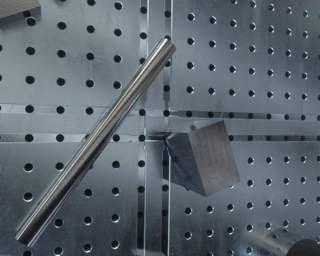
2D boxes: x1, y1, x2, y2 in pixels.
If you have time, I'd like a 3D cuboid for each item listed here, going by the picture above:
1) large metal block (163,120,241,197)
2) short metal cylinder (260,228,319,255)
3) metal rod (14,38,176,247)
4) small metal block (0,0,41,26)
[{"bbox_3d":[0.052,0.035,0.404,0.050,0.080,0.080,-19,97,-19],"label":"large metal block"},{"bbox_3d":[0.203,0.202,0.477,0.081,0.050,0.079,0,90,-21],"label":"short metal cylinder"},{"bbox_3d":[-0.072,0.008,0.386,0.025,0.025,0.300,38,78,-16],"label":"metal rod"},{"bbox_3d":[-0.170,-0.150,0.350,0.050,0.025,0.050,-27,99,-18],"label":"small metal block"}]
